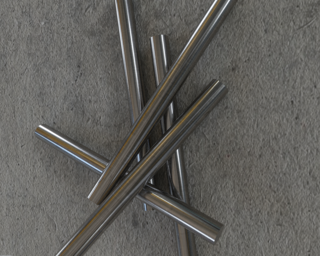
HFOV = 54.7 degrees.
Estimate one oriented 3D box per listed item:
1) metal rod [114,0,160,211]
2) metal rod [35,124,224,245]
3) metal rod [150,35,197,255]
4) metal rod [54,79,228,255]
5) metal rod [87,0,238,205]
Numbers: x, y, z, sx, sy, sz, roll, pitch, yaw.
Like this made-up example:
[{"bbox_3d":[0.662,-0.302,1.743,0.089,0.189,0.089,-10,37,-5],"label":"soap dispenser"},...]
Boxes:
[{"bbox_3d":[-0.032,-0.041,0.420,0.025,0.025,0.298,-9,87,20],"label":"metal rod"},{"bbox_3d":[-0.057,0.062,0.407,0.300,0.025,0.025,25,98,26],"label":"metal rod"},{"bbox_3d":[0.018,0.029,0.402,0.025,0.025,0.298,-8,87,20],"label":"metal rod"},{"bbox_3d":[-0.025,0.059,0.368,0.025,0.025,0.300,40,84,15],"label":"metal rod"},{"bbox_3d":[0.003,-0.037,0.379,0.025,0.025,0.299,33,90,17],"label":"metal rod"}]
